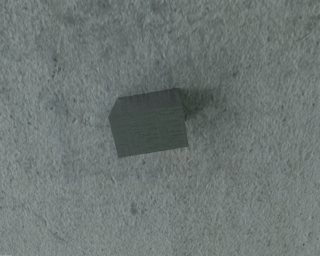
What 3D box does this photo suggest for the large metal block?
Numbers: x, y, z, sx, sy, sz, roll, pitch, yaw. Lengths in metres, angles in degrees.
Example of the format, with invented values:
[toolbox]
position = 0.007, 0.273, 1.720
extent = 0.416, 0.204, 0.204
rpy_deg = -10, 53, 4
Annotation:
[large metal block]
position = -0.012, -0.009, 0.377
extent = 0.080, 0.080, 0.050
rpy_deg = -9, 110, 3
